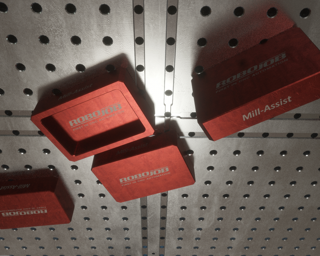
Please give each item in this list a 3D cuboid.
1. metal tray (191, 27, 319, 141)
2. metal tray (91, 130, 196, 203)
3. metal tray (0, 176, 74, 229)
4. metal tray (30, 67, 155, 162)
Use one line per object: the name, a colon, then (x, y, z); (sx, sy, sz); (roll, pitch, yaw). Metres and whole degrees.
metal tray: (0.101, -0.048, 0.330); (0.130, 0.090, 0.030); (-24, 126, 19)
metal tray: (-0.023, 0.061, 0.460); (0.130, 0.030, 0.090); (-17, 129, 13)
metal tray: (-0.220, 0.126, 0.512); (0.131, 0.030, 0.089); (-6, 130, 5)
metal tray: (-0.082, -0.012, 0.396); (0.130, 0.030, 0.090); (-20, 128, 15)
